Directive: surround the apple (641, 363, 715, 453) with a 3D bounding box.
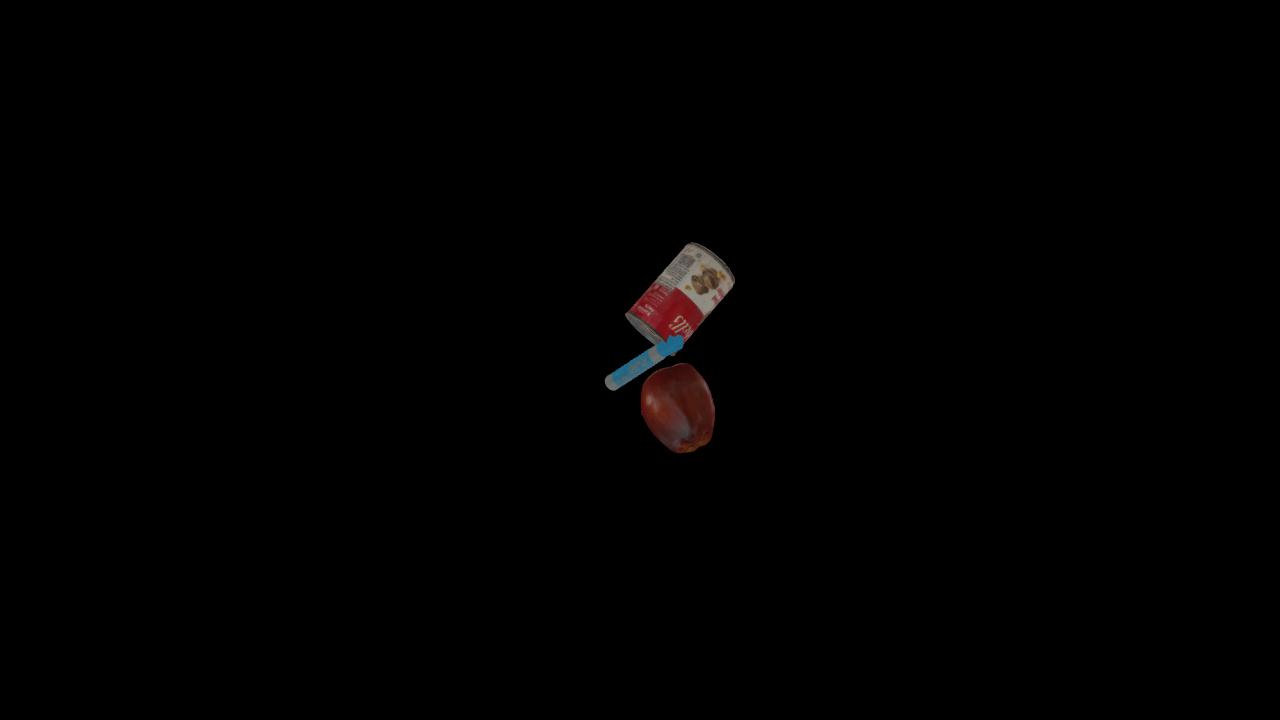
[{"bbox_3d":[0.038,0.049,0.634,0.079,0.093,0.079,-21,-26,-11],"label":"apple"}]

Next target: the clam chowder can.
[{"bbox_3d":[0.042,-0.064,0.641,0.068,0.102,0.068,40,-6,5],"label":"clam chowder can"}]

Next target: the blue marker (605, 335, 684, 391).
[{"bbox_3d":[0.004,0.002,0.648,0.020,0.020,0.121,0,-23,-40],"label":"blue marker"}]
